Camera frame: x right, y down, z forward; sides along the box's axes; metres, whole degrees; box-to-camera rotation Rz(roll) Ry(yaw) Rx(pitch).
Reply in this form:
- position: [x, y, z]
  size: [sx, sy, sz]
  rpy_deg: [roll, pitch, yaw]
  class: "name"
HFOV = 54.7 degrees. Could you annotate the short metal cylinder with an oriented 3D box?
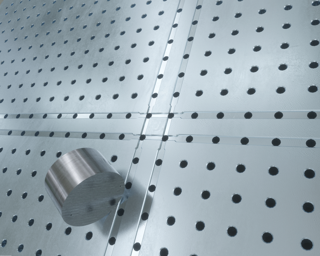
- position: [-0.090, 0.071, 0.375]
  size: [0.080, 0.080, 0.050]
  rpy_deg: [-47, 51, -4]
  class: "short metal cylinder"
